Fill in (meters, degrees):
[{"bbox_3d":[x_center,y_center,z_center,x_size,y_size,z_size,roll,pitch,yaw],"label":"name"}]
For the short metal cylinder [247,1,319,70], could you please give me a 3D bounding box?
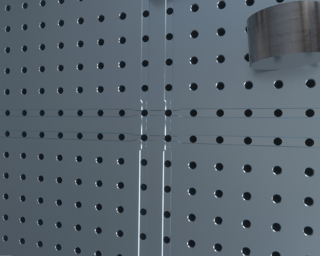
[{"bbox_3d":[0.137,-0.096,0.335,0.080,0.080,0.050,-4,89,19],"label":"short metal cylinder"}]
